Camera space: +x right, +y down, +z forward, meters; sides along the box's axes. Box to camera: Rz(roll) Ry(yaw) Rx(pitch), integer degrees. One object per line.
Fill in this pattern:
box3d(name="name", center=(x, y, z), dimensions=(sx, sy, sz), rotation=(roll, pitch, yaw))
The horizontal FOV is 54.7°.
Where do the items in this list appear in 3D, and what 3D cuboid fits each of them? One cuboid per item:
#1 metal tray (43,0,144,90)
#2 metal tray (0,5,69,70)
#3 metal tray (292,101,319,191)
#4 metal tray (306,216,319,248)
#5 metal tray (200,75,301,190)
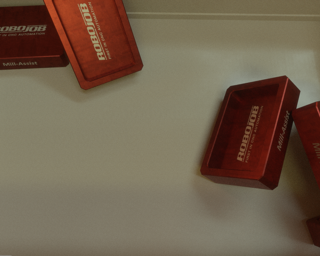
box3d(name="metal tray", center=(-0.085, -0.126, 0.409), dimensions=(0.091, 0.030, 0.129), rotation=(-22, 115, -8))
box3d(name="metal tray", center=(-0.201, -0.133, 0.454), dimensions=(0.131, 0.030, 0.090), rotation=(-3, 70, -1))
box3d(name="metal tray", center=(0.207, 0.031, 0.354), dimensions=(0.091, 0.030, 0.129), rotation=(-11, 80, -38))
box3d(name="metal tray", center=(0.225, 0.104, 0.315), dimensions=(0.091, 0.130, 0.030), rotation=(-16, 82, -5))
box3d(name="metal tray", center=(0.108, 0.005, 0.375), dimensions=(0.030, 0.090, 0.130), rotation=(34, 68, -31))
